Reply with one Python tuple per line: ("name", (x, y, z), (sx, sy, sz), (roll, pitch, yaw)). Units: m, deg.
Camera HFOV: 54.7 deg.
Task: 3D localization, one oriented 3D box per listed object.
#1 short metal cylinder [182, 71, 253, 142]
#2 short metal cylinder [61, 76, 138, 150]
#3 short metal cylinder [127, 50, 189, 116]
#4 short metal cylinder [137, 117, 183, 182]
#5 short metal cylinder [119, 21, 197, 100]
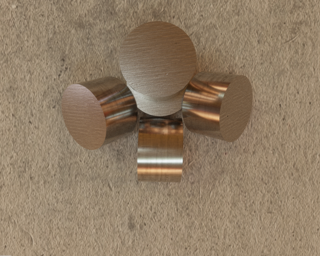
("short metal cylinder", (0.072, -0.027, 0.379), (0.050, 0.080, 0.080), (15, 90, 38))
("short metal cylinder", (-0.074, -0.019, 0.378), (0.080, 0.050, 0.079), (17, 118, 35))
("short metal cylinder", (0.000, -0.054, 0.399), (0.081, 0.050, 0.079), (0, 90, -1))
("short metal cylinder", (0.000, 0.026, 0.383), (0.050, 0.080, 0.079), (2, 90, 0))
("short metal cylinder", (-0.002, -0.072, 0.348), (0.081, 0.050, 0.079), (0, 90, -1))
